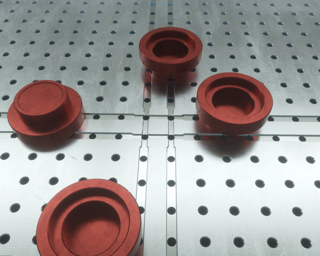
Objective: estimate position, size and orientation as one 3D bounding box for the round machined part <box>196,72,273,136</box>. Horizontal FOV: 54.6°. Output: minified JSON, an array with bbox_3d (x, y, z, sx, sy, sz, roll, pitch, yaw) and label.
[{"bbox_3d":[0.098,-0.028,0.421,0.099,0.042,0.098,0,50,0],"label":"round machined part"}]

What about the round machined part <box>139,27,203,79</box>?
[{"bbox_3d":[0.017,-0.116,0.495,0.099,0.042,0.098,0,50,0],"label":"round machined part"}]

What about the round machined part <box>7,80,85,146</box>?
[{"bbox_3d":[-0.155,-0.027,0.419,0.099,0.042,0.098,0,50,0],"label":"round machined part"}]

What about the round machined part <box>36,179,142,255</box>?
[{"bbox_3d":[-0.067,0.103,0.310,0.099,0.042,0.098,0,50,0],"label":"round machined part"}]
